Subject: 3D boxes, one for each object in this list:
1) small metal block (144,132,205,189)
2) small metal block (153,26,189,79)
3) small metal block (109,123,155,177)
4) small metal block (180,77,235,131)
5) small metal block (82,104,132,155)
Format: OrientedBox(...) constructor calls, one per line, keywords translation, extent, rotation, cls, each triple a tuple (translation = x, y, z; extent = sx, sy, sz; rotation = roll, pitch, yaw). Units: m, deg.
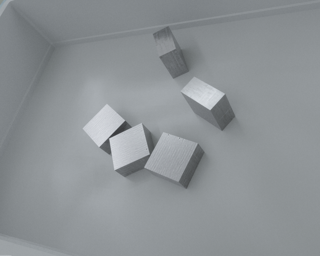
OrientedBox(translation=(0.018, 0.038, 0.372), extent=(0.050, 0.025, 0.050), rotation=(18, 71, 34), cls="small metal block")
OrientedBox(translation=(0.016, -0.108, 0.447), extent=(0.025, 0.050, 0.050), rotation=(-23, 53, 14), cls="small metal block")
OrientedBox(translation=(-0.035, 0.029, 0.405), extent=(0.050, 0.025, 0.050), rotation=(-25, 53, 12), cls="small metal block")
OrientedBox(translation=(0.059, -0.029, 0.376), extent=(0.025, 0.050, 0.050), rotation=(-48, 52, -5), cls="small metal block")
OrientedBox(translation=(-0.074, 0.001, 0.442), extent=(0.050, 0.025, 0.050), rotation=(-46, 52, -5), cls="small metal block")
